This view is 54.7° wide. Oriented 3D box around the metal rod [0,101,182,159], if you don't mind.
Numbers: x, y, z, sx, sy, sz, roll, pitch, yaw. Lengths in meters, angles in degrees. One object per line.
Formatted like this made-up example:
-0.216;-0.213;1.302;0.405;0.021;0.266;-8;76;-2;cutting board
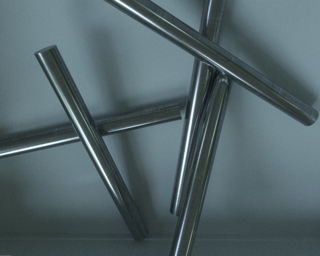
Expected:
-0.121;0.009;0.412;0.302;0.025;0.025;-12;110;4;metal rod

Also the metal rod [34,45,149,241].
-0.076;0.039;0.401;0.025;0.025;0.299;-18;118;6;metal rod

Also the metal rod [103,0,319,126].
0.072;-0.077;0.358;0.301;0.025;0.025;27;108;-20;metal rod

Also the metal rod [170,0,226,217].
0.046;-0.016;0.406;0.025;0.025;0.298;7;110;-3;metal rod

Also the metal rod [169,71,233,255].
0.044;0.076;0.376;0.025;0.025;0.299;15;85;-6;metal rod
